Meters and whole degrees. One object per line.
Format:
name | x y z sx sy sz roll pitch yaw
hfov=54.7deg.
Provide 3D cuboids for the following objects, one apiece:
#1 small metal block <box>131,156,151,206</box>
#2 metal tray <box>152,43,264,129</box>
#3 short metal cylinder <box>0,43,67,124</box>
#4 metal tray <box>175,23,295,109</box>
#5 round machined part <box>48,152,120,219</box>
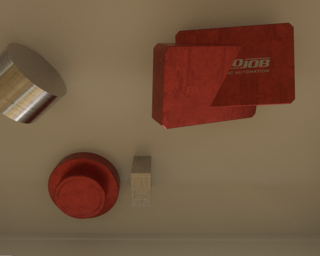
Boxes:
small metal block | -0.025 0.072 0.424 0.025 0.050 0.050 0 110 0
metal tray | 0.057 -0.052 0.363 0.131 0.030 0.089 -8 113 -24
short metal cylinder | -0.158 -0.052 0.361 0.050 0.080 0.080 -39 106 13
metal tray | 0.086 -0.070 0.365 0.131 0.030 0.089 -2 94 6
round machined part | -0.107 0.087 0.433 0.099 0.042 0.097 0 110 -1
